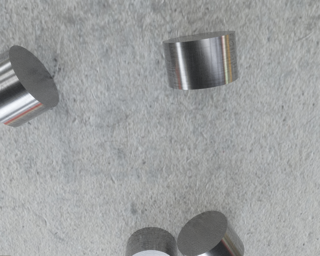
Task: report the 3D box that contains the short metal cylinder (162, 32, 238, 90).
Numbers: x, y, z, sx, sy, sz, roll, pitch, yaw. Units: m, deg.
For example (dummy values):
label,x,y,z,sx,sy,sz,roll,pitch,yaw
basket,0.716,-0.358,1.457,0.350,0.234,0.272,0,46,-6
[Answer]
label,x,y,z,sx,sy,sz,roll,pitch,yaw
short metal cylinder,0.046,-0.079,0.352,0.080,0.080,0.050,-8,110,2

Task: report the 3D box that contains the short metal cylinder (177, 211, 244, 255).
label,x,y,z,sx,sy,sz,roll,pitch,yaw
short metal cylinder,0.072,0.166,0.443,0.080,0.080,0.050,-30,108,10

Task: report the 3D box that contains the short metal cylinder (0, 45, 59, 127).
label,x,y,z,sx,sy,sz,roll,pitch,yaw
short metal cylinder,-0.165,-0.048,0.360,0.050,0.080,0.080,-28,108,9

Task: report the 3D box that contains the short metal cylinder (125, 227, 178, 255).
label,x,y,z,sx,sy,sz,roll,pitch,yaw
short metal cylinder,-0.013,0.199,0.470,0.081,0.050,0.079,0,110,-1
